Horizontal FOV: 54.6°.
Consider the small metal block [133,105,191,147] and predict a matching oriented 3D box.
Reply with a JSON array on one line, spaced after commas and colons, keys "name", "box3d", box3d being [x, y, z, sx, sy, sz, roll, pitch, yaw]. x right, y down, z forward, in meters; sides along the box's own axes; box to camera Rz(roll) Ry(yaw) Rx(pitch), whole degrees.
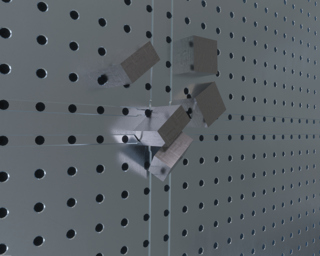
[{"name": "small metal block", "box3d": [0.002, -0.003, 0.393, 0.050, 0.050, 0.025, -48, 118, -29]}]

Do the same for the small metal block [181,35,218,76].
[{"name": "small metal block", "box3d": [0.058, -0.105, 0.457, 0.050, 0.025, 0.050, -2, 92, -40]}]

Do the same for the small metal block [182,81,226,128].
[{"name": "small metal block", "box3d": [0.068, -0.035, 0.464, 0.050, 0.025, 0.050, -41, 115, -32]}]

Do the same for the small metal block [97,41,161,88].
[{"name": "small metal block", "box3d": [-0.037, -0.073, 0.361, 0.050, 0.050, 0.025, -46, 118, -30]}]

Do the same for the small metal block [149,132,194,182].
[{"name": "small metal block", "box3d": [0.013, 0.036, 0.400, 0.025, 0.050, 0.050, 36, 61, 9]}]
